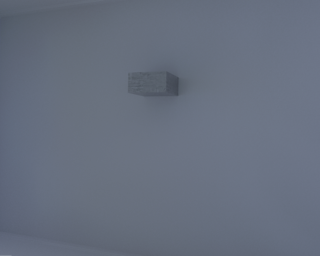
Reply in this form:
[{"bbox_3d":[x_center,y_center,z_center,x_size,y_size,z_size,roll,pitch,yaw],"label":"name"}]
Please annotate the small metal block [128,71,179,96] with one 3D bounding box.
[{"bbox_3d":[-0.007,-0.056,0.400,0.050,0.050,0.025,1,91,20],"label":"small metal block"}]
